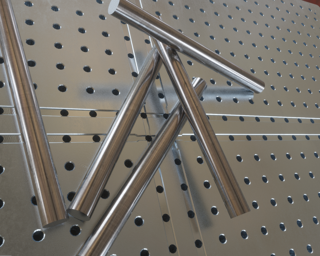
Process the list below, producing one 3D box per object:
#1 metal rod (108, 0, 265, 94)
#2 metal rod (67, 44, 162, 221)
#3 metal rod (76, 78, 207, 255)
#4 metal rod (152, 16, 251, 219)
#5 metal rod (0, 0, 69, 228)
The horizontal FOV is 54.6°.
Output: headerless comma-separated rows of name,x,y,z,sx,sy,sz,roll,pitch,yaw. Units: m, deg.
metal rod,0.060,-0.108,0.454,0.302,0.025,0.025,18,53,-38
metal rod,-0.038,-0.024,0.401,0.025,0.025,0.300,29,52,-10
metal rod,-0.004,0.030,0.387,0.025,0.025,0.301,37,51,-4
metal rod,0.043,-0.029,0.414,0.025,0.025,0.299,-8,66,-32
metal rod,-0.153,-0.039,0.348,0.025,0.025,0.299,-9,66,-32
